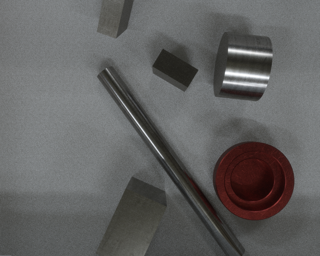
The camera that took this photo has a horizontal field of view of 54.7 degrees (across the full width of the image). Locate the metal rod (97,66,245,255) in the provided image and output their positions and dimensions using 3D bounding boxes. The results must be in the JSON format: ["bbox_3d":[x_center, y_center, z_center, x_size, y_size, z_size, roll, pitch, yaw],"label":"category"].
[{"bbox_3d":[0.015,0.047,0.411,0.025,0.025,0.299,-36,90,0],"label":"metal rod"}]

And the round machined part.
[{"bbox_3d":[0.118,0.066,0.405,0.099,0.042,0.097,0,90,-1],"label":"round machined part"}]

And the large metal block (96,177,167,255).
[{"bbox_3d":[-0.032,0.113,0.384,0.050,0.080,0.080,25,90,-1],"label":"large metal block"}]

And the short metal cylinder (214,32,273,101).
[{"bbox_3d":[0.100,-0.076,0.385,0.050,0.080,0.079,6,90,0],"label":"short metal cylinder"}]

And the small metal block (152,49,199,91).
[{"bbox_3d":[0.019,-0.073,0.399,0.050,0.050,0.025,31,90,-1],"label":"small metal block"}]

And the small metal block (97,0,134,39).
[{"bbox_3d":[-0.054,-0.146,0.389,0.025,0.050,0.050,20,123,0],"label":"small metal block"}]
